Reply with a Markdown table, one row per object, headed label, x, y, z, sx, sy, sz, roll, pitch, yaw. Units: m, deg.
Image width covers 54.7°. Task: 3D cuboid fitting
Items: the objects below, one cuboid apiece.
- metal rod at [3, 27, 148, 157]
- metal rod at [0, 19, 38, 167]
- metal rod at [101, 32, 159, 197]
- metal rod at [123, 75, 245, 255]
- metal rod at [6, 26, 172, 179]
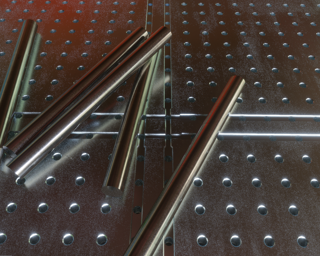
| label | x | y | z | sx | sy | sz | roll | pitch | yaw |
| --- | --- | --- | --- | --- | --- | --- | --- | --- | --- |
| metal rod | -0.107 | -0.068 | 0.463 | 0.025 | 0.025 | 0.301 | 24 | 54 | 18 |
| metal rod | -0.219 | -0.072 | 0.464 | 0.025 | 0.025 | 0.300 | -4 | 50 | -4 |
| metal rod | -0.031 | -0.042 | 0.442 | 0.025 | 0.025 | 0.300 | 7 | 50 | 5 |
| metal rod | 0.045 | 0.032 | 0.381 | 0.025 | 0.025 | 0.301 | 23 | 53 | 18 |
| metal rod | -0.081 | -0.049 | 0.427 | 0.025 | 0.025 | 0.301 | 30 | 62 | 22 |
